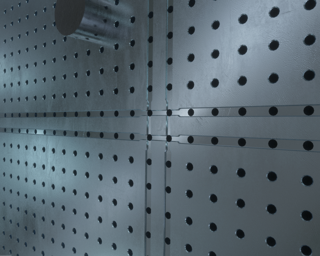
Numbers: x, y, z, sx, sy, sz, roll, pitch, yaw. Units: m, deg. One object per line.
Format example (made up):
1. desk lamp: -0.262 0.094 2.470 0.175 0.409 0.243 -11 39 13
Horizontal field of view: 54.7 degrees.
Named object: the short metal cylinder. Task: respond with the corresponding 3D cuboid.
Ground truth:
1. short metal cylinder: -0.124 -0.183 0.495 0.080 0.050 0.079 0 90 40
